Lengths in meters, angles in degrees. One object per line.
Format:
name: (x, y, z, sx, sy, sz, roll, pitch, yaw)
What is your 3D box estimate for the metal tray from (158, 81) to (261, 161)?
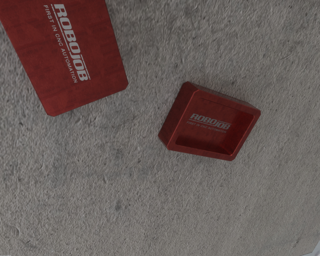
metal tray: (0.072, -0.005, 0.439, 0.131, 0.030, 0.089, 13, 112, -34)

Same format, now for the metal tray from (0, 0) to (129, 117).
metal tray: (-0.091, -0.084, 0.301, 0.091, 0.030, 0.129, -24, 127, -14)
